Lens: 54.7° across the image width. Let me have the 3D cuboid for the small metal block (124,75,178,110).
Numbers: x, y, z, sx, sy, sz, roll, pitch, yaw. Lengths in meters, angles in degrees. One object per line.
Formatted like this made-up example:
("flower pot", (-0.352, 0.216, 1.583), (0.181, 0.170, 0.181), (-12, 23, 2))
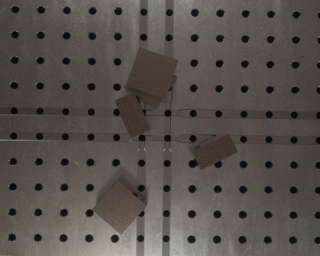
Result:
("small metal block", (-0.012, -0.060, 0.413), (0.050, 0.025, 0.050), (35, 89, -1))

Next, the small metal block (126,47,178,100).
("small metal block", (-0.010, -0.067, 0.388), (0.050, 0.025, 0.050), (19, 90, -1))

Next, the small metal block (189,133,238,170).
("small metal block", (0.067, 0.029, 0.402), (0.050, 0.050, 0.025), (-26, 90, 0))

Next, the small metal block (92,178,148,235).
("small metal block", (-0.053, 0.103, 0.413), (0.050, 0.025, 0.050), (41, 90, -1))

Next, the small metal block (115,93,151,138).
("small metal block", (-0.034, -0.016, 0.400), (0.025, 0.050, 0.050), (-22, 91, 0))
